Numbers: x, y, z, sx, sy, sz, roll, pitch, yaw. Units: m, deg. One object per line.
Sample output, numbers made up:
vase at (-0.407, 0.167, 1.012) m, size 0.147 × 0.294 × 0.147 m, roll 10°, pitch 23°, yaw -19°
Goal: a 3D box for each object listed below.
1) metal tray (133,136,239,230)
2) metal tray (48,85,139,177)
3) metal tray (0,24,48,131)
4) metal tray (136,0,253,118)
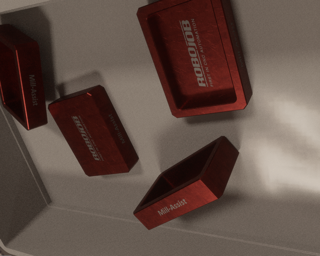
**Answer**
metal tray at (0.032, 0.070, 0.391) m, size 0.030 × 0.090 × 0.129 m, roll 48°, pitch 129°, yaw -6°
metal tray at (-0.098, 0.009, 0.461) m, size 0.090 × 0.030 × 0.129 m, roll -11°, pitch 113°, yaw 32°
metal tray at (-0.203, -0.072, 0.445) m, size 0.090 × 0.030 × 0.129 m, roll 33°, pitch 132°, yaw 33°
metal tray at (0.039, -0.079, 0.335) m, size 0.090 × 0.030 × 0.129 m, roll -7°, pitch 115°, yaw 31°
